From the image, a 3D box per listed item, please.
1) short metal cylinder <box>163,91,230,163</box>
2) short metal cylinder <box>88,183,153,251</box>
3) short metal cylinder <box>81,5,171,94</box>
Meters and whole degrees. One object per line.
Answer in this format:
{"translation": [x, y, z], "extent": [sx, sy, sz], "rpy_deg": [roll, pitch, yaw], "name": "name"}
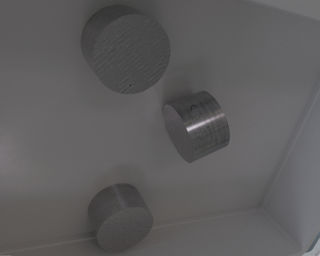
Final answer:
{"translation": [0.045, -0.002, 0.396], "extent": [0.050, 0.080, 0.080], "rpy_deg": [-23, 127, -15], "name": "short metal cylinder"}
{"translation": [-0.056, 0.126, 0.440], "extent": [0.081, 0.050, 0.079], "rpy_deg": [-14, 124, -21], "name": "short metal cylinder"}
{"translation": [-0.036, -0.082, 0.322], "extent": [0.081, 0.050, 0.079], "rpy_deg": [-14, 124, -21], "name": "short metal cylinder"}
